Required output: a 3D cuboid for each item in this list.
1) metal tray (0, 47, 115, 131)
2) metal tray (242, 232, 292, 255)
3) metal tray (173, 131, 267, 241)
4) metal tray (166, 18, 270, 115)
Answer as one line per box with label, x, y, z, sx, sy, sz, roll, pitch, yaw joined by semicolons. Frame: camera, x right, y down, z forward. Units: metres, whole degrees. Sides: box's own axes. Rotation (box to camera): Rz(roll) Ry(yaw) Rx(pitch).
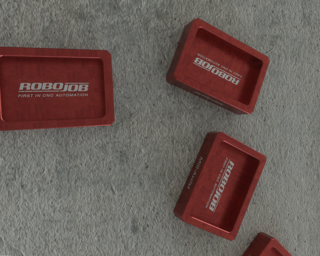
metal tray;-0.122;-0.045;0.360;0.131;0.030;0.089;-3;91;-20
metal tray;0.148;0.235;0.461;0.090;0.030;0.130;46;76;-14
metal tray;0.086;0.081;0.438;0.090;0.030;0.130;28;81;-18
metal tray;0.084;-0.083;0.436;0.131;0.030;0.090;22;83;-19
